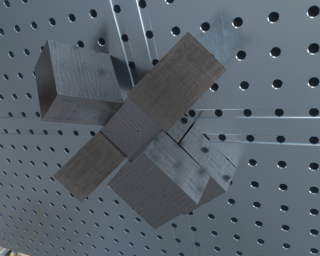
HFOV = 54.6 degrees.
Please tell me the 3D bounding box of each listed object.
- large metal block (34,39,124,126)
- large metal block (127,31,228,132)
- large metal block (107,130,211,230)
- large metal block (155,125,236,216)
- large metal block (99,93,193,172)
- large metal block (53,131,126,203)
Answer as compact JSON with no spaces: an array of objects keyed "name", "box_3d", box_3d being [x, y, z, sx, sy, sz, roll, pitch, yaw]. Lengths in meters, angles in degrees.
[{"name":"large metal block","box_3d":[-0.099,-0.052,0.377,0.050,0.081,0.080,-44,54,39]},{"name":"large metal block","box_3d":[0.015,-0.043,0.322,0.050,0.080,0.080,44,89,-2]},{"name":"large metal block","box_3d":[-0.002,0.062,0.369,0.080,0.050,0.080,44,128,-4]},{"name":"large metal block","box_3d":[0.038,0.057,0.410,0.080,0.050,0.080,46,128,-2]},{"name":"large metal block","box_3d":[-0.019,-0.001,0.405,0.080,0.050,0.080,44,129,-2]},{"name":"large metal block","box_3d":[-0.096,0.054,0.440,0.050,0.080,0.080,45,171,-2]}]
